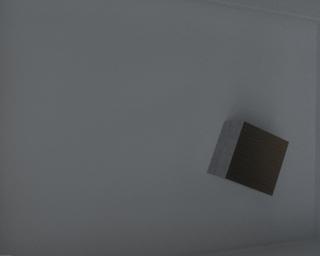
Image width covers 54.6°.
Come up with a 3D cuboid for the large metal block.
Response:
[{"bbox_3d":[0.125,0.042,0.443,0.080,0.050,0.080,22,83,-19],"label":"large metal block"}]
